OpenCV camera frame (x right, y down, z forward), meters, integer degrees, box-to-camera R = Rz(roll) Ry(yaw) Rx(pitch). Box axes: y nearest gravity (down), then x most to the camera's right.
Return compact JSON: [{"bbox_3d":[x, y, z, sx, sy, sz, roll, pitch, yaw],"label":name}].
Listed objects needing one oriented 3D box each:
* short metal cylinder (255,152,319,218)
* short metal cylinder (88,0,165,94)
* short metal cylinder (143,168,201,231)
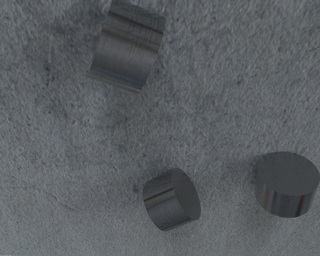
[{"bbox_3d":[0.179,0.079,0.442,0.080,0.080,0.050,-5,130,4],"label":"short metal cylinder"},{"bbox_3d":[-0.034,-0.079,0.303,0.050,0.080,0.079,18,128,-15],"label":"short metal cylinder"},{"bbox_3d":[0.019,0.107,0.462,0.050,0.080,0.080,-28,125,21],"label":"short metal cylinder"}]
